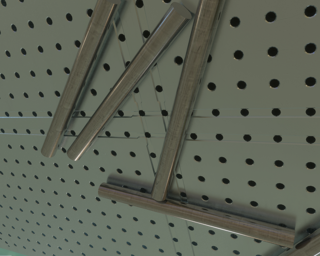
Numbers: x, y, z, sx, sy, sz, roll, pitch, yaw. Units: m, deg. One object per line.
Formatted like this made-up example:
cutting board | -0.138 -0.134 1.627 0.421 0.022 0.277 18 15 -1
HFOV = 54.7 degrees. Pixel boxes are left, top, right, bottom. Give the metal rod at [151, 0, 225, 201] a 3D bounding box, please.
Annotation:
metal rod | 0.026 -0.016 0.386 0.025 0.025 0.298 23 127 14

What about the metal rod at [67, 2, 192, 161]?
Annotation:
metal rod | -0.059 -0.040 0.415 0.025 0.025 0.298 43 129 -2

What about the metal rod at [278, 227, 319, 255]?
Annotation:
metal rod | 0.158 0.220 0.463 0.025 0.025 0.298 34 129 5

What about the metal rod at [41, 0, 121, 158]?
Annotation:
metal rod | -0.124 -0.053 0.441 0.025 0.025 0.298 38 129 2

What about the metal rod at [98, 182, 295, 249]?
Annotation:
metal rod | 0.039 0.126 0.466 0.301 0.025 0.025 9 122 23
